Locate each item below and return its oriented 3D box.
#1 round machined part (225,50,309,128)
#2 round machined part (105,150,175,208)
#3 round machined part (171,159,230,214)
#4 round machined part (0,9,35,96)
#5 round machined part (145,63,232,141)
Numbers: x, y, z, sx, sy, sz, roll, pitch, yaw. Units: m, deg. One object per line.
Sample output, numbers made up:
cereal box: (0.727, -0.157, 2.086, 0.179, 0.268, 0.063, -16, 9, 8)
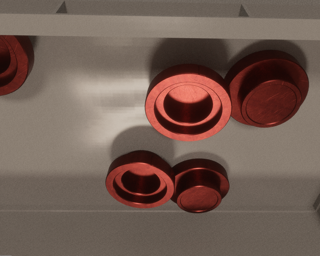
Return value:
round machined part: (0.126, -0.039, 0.367, 0.099, 0.042, 0.097, -1, 130, 0)
round machined part: (-0.027, 0.071, 0.454, 0.099, 0.042, 0.097, 2, 129, 3)
round machined part: (0.059, 0.096, 0.481, 0.099, 0.042, 0.097, -1, 130, 0)
round machined part: (-0.182, -0.085, 0.323, 0.099, 0.042, 0.097, -1, 130, 0)
round machined part: (0.033, -0.034, 0.366, 0.099, 0.042, 0.097, 3, 131, 3)
